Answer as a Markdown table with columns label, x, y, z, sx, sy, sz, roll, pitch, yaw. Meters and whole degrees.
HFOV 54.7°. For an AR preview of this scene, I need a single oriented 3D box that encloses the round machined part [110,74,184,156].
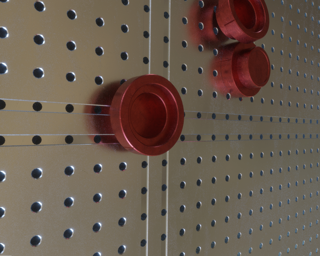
| label | x | y | z | sx | sy | sz | roll | pitch | yaw |
| --- | --- | --- | --- | --- | --- | --- | --- | --- | --- |
| round machined part | -0.020 | -0.015 | 0.383 | 0.099 | 0.042 | 0.097 | 0 | 90 | -40 |

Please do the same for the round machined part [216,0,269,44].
| label | x | y | z | sx | sy | sz | roll | pitch | yaw |
| --- | --- | --- | --- | --- | --- | --- | --- | --- | --- |
| round machined part | 0.129 | -0.183 | 0.502 | 0.099 | 0.042 | 0.098 | 8 | 77 | -34 |

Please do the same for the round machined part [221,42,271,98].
| label | x | y | z | sx | sy | sz | roll | pitch | yaw |
| --- | --- | --- | --- | --- | --- | --- | --- | --- | --- |
| round machined part | 0.152 | -0.102 | 0.528 | 0.099 | 0.042 | 0.097 | 0 | 90 | -40 |
